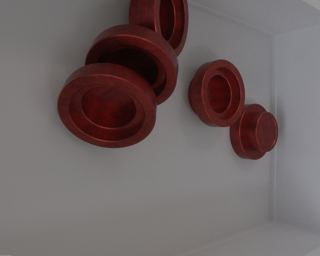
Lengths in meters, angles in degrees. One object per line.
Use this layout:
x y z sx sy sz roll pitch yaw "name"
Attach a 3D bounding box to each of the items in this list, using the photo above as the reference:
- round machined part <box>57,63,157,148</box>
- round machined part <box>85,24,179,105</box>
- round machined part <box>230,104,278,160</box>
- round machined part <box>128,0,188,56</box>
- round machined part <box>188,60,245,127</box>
-0.052 -0.027 0.326 0.098 0.098 0.042 44 31 -32 "round machined part"
-0.028 -0.070 0.342 0.098 0.098 0.042 44 38 -32 "round machined part"
0.168 0.007 0.536 0.099 0.042 0.097 0 90 -40 "round machined part"
-0.003 -0.134 0.377 0.098 0.042 0.097 7 90 -65 "round machined part"
0.080 -0.050 0.463 0.099 0.042 0.097 0 90 -40 "round machined part"
